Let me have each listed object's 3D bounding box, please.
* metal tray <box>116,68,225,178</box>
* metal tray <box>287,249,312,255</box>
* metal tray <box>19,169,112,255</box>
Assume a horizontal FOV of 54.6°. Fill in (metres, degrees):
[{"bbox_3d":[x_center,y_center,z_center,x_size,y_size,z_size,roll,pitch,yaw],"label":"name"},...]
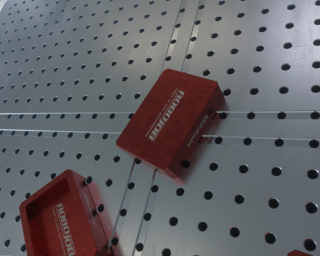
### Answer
[{"bbox_3d":[0.013,-0.011,0.406,0.090,0.030,0.130,23,74,36],"label":"metal tray"},{"bbox_3d":[0.153,0.158,0.227,0.130,0.030,0.090,11,67,33],"label":"metal tray"},{"bbox_3d":[-0.124,0.128,0.392,0.090,0.030,0.130,-36,51,4],"label":"metal tray"}]
